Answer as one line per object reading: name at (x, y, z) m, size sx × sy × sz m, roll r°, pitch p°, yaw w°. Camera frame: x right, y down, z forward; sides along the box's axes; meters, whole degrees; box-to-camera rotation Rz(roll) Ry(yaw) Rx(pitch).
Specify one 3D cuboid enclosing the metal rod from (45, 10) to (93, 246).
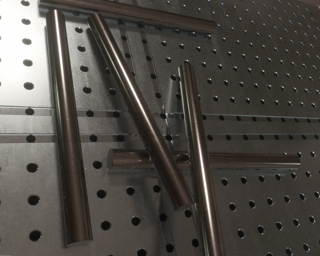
metal rod at (-0.110, -0.020, 0.361) m, size 0.025 × 0.025 × 0.299 m, roll 0°, pitch 62°, yaw -29°

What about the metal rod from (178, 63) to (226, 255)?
metal rod at (0.047, 0.020, 0.391) m, size 0.025 × 0.025 × 0.300 m, roll 16°, pitch 46°, yaw -20°

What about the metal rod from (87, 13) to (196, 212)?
metal rod at (-0.034, -0.037, 0.392) m, size 0.025 × 0.025 × 0.299 m, roll -9°, pitch 60°, yaw -33°

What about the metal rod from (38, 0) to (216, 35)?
metal rod at (-0.035, -0.185, 0.503) m, size 0.303 × 0.025 × 0.025 m, roll -1°, pitch 62°, yaw -29°

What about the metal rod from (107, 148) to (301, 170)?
metal rod at (0.078, 0.045, 0.424) m, size 0.303 × 0.025 × 0.025 m, roll 4°, pitch 60°, yaw -27°
